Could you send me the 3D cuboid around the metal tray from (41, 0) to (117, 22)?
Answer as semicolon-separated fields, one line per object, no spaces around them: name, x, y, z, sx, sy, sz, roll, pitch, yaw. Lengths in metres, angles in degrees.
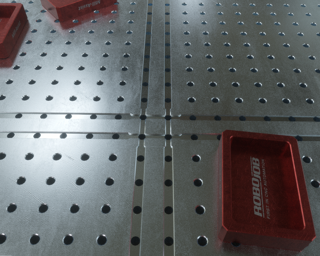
metal tray;-0.165;-0.267;0.627;0.131;0.030;0.090;-31;57;-24

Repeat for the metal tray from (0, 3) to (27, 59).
metal tray;-0.299;-0.174;0.546;0.091;0.030;0.130;0;50;-1

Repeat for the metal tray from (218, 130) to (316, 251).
metal tray;0.114;0.064;0.351;0.091;0.030;0.130;6;50;4
